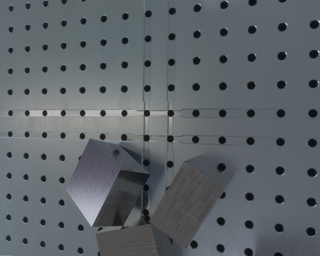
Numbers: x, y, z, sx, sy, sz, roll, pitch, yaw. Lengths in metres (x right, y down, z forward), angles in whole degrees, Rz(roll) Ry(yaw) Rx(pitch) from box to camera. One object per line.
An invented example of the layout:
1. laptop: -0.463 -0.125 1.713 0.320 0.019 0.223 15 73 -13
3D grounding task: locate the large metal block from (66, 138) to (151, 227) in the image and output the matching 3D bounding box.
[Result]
1. large metal block: -0.071 0.071 0.409 0.080 0.050 0.080 36 103 43

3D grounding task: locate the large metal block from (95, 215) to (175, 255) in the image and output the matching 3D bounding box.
1. large metal block: -0.029 0.165 0.410 0.080 0.050 0.080 -16 85 19

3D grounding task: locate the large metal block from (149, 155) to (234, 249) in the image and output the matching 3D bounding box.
1. large metal block: 0.041 0.083 0.369 0.050 0.080 0.080 32 101 17
